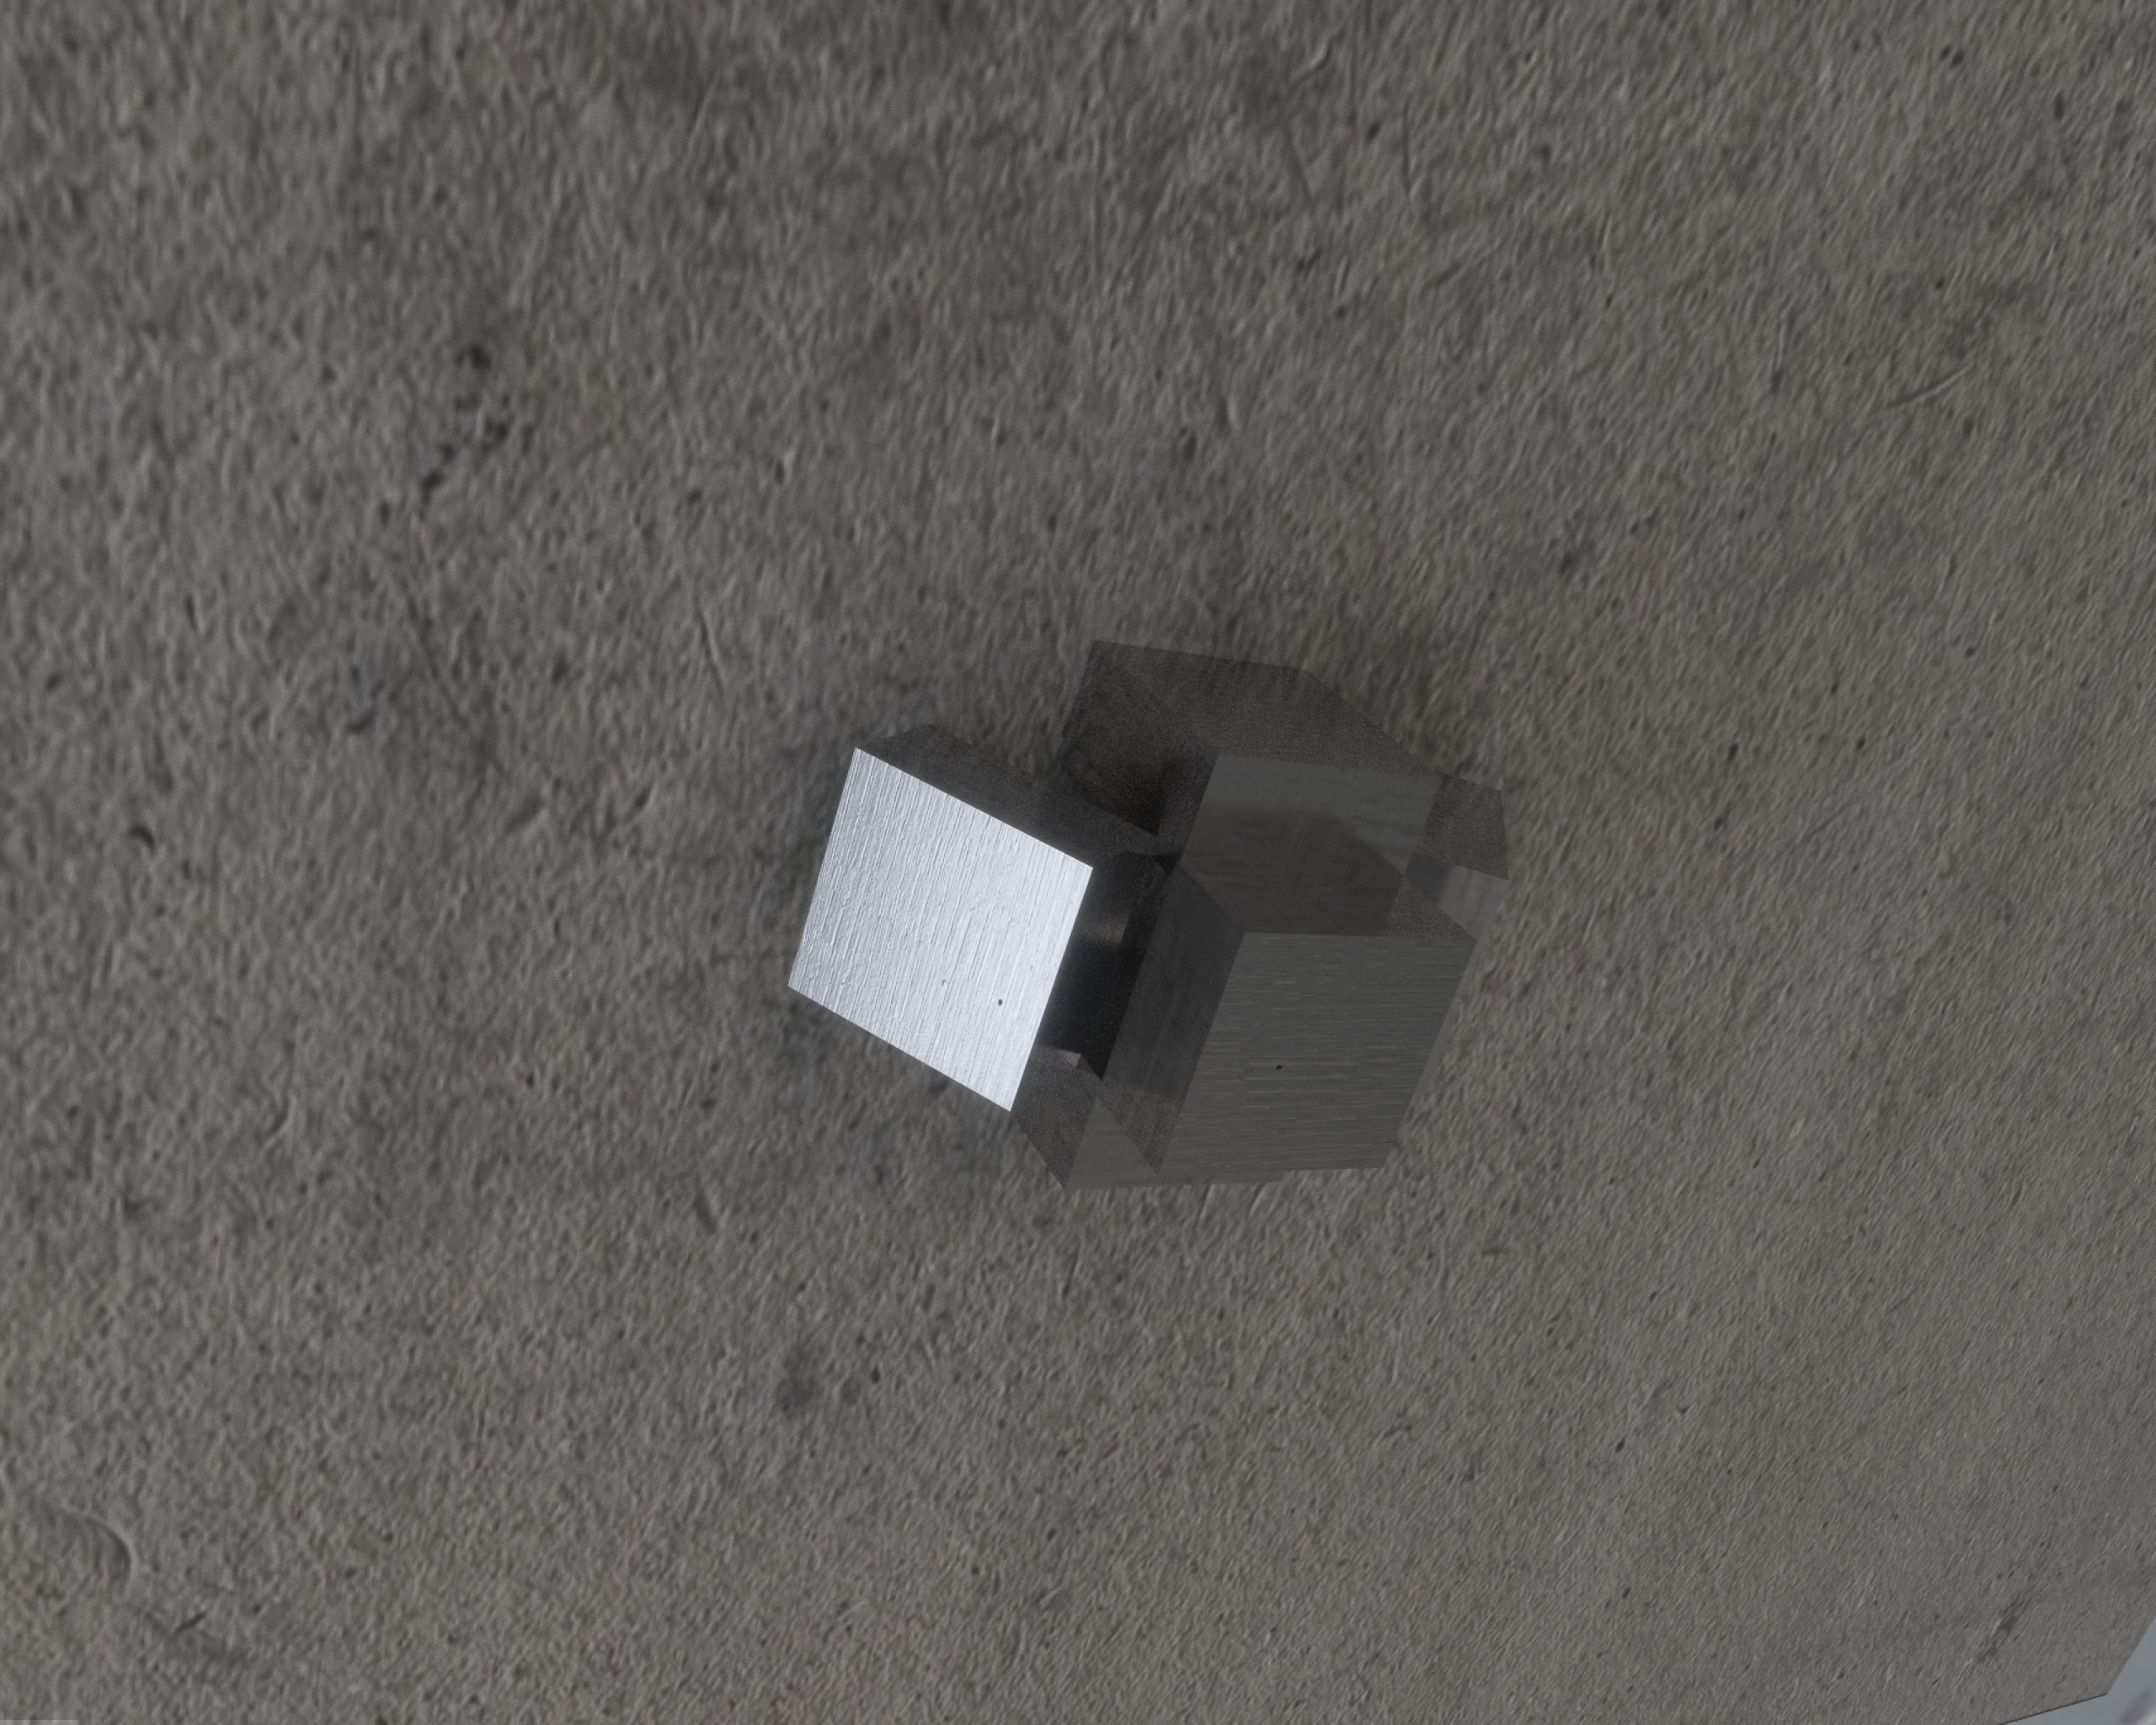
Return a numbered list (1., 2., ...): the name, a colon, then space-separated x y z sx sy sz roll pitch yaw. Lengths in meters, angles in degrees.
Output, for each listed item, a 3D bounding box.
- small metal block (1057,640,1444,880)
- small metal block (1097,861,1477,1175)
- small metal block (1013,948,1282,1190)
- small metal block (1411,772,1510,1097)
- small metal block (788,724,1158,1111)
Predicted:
1. small metal block: 0.032 -0.018 0.397 0.050 0.050 0.025 4 116 -31
2. small metal block: 0.038 0.029 0.380 0.050 0.025 0.050 3 117 -30
3. small metal block: 0.012 0.040 0.422 0.050 0.050 0.025 3 117 -30
4. small metal block: 0.068 0.012 0.432 0.025 0.050 0.050 17 114 2
5. small metal block: -0.020 0.009 0.382 0.025 0.050 0.050 -25 138 -59
